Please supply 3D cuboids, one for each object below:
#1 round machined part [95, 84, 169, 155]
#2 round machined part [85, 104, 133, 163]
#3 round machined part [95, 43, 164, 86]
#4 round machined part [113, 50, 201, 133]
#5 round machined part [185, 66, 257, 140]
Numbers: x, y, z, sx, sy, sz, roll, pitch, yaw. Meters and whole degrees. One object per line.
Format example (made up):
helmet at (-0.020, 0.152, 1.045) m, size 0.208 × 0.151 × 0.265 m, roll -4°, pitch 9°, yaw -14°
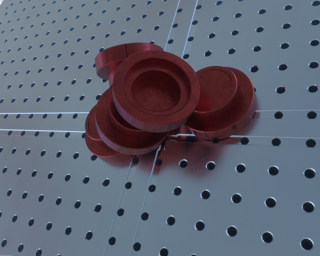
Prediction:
round machined part at (-0.032, -0.018, 0.393) m, size 0.099 × 0.042 × 0.098 m, roll 6°, pitch 63°, yaw -11°
round machined part at (-0.064, -0.005, 0.432) m, size 0.098 × 0.042 × 0.098 m, roll -13°, pitch 56°, yaw 20°
round machined part at (-0.039, -0.080, 0.436) m, size 0.098 × 0.098 × 0.042 m, roll -12°, pitch 83°, yaw 21°
round machined part at (-0.006, -0.039, 0.361) m, size 0.099 × 0.042 × 0.098 m, roll 4°, pitch 65°, yaw -8°
round machined part at (0.066, -0.038, 0.385) m, size 0.098 × 0.042 × 0.098 m, roll -13°, pitch 56°, yaw 20°
